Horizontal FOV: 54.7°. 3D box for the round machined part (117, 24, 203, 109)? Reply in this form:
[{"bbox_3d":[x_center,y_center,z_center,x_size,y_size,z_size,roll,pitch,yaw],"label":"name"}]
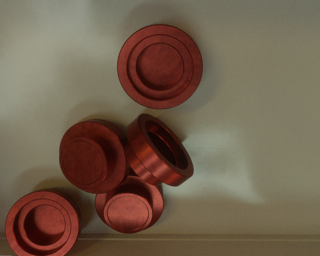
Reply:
[{"bbox_3d":[0.000,-0.075,0.375,0.099,0.042,0.097,0,110,-1],"label":"round machined part"}]

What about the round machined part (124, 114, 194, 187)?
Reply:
[{"bbox_3d":[-0.006,0.032,0.385,0.042,0.098,0.098,-41,106,18],"label":"round machined part"}]

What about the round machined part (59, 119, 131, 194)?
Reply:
[{"bbox_3d":[-0.089,0.039,0.399,0.098,0.042,0.097,3,101,17],"label":"round machined part"}]

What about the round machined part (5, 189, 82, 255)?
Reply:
[{"bbox_3d":[-0.159,0.134,0.438,0.099,0.042,0.097,0,87,-3],"label":"round machined part"}]

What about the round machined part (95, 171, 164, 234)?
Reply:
[{"bbox_3d":[-0.044,0.110,0.442,0.099,0.042,0.097,0,110,-1],"label":"round machined part"}]
